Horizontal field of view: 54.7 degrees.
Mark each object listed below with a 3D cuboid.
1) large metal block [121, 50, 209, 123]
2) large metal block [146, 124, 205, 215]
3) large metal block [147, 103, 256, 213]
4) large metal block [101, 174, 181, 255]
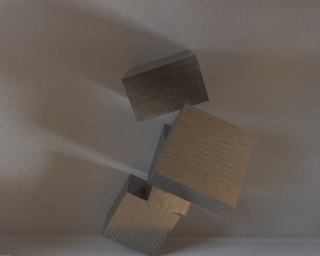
[{"bbox_3d":[0.006,-0.052,0.362,0.080,0.080,0.050,-17,107,6],"label":"large metal block"},{"bbox_3d":[0.019,0.051,0.401,0.050,0.080,0.079,15,109,-6],"label":"large metal block"},{"bbox_3d":[0.043,0.033,0.324,0.080,0.050,0.080,24,65,-2],"label":"large metal block"},{"bbox_3d":[-0.026,0.125,0.444,0.080,0.050,0.080,27,108,-10],"label":"large metal block"}]
